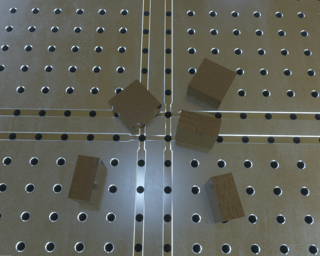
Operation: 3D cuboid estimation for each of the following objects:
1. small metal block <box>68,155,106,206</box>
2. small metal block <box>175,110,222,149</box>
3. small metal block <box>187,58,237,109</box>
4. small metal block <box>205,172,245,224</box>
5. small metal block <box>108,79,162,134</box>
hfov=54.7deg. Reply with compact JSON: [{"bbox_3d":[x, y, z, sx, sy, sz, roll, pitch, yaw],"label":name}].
[{"bbox_3d":[-0.086,0.064,0.374,0.025,0.050,0.050,8,70,3],"label":"small metal block"},{"bbox_3d":[0.048,0.003,0.398,0.050,0.050,0.025,14,71,5],"label":"small metal block"},{"bbox_3d":[0.072,-0.063,0.436,0.050,0.025,0.050,28,72,9],"label":"small metal block"},{"bbox_3d":[0.075,0.085,0.369,0.025,0.050,0.050,-12,71,-5],"label":"small metal block"},{"bbox_3d":[-0.034,-0.030,0.422,0.050,0.025,0.050,-40,75,-14],"label":"small metal block"}]
